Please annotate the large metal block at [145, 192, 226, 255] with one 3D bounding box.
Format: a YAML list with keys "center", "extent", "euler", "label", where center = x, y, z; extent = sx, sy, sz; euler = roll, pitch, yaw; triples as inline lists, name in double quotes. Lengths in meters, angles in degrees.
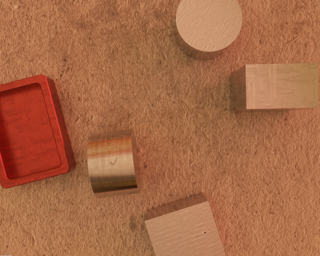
- center: [0.032, 0.138, 0.398]
  extent: [0.080, 0.050, 0.080]
  euler: [-18, 90, 0]
  label: "large metal block"

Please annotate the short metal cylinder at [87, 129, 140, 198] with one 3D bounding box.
- center: [-0.054, 0.044, 0.382]
  extent: [0.050, 0.080, 0.080]
  euler: [-7, 90, 0]
  label: "short metal cylinder"

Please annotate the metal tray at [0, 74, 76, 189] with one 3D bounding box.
- center: [-0.173, 0.004, 0.405]
  extent: [0.090, 0.030, 0.129]
  euler: [-15, 90, 0]
  label: "metal tray"

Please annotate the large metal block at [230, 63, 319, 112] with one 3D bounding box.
- center: [0.136, -0.047, 0.384]
  extent: [0.081, 0.080, 0.050]
  euler: [-1, 90, 0]
  label: "large metal block"

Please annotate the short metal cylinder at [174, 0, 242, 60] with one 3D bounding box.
- center: [0.059, -0.132, 0.398]
  extent: [0.081, 0.050, 0.080]
  euler: [0, 90, 0]
  label: "short metal cylinder"
